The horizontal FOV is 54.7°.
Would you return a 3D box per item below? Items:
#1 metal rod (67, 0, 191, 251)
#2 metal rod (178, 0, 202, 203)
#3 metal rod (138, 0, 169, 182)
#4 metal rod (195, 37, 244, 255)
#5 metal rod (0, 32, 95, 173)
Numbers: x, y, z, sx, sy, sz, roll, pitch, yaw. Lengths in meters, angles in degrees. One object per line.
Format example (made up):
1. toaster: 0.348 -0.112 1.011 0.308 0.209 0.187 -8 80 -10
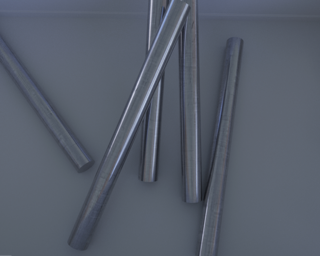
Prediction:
1. metal rod: -0.036 -0.001 0.353 0.025 0.025 0.299 24 93 8
2. metal rod: 0.035 -0.061 0.372 0.025 0.025 0.298 -2 93 -1
3. metal rod: -0.005 -0.084 0.374 0.025 0.025 0.298 4 95 1
4. metal rod: 0.082 0.011 0.406 0.025 0.025 0.299 11 70 3
5. metal rod: -0.186 -0.062 0.429 0.025 0.025 0.300 -37 74 -12
